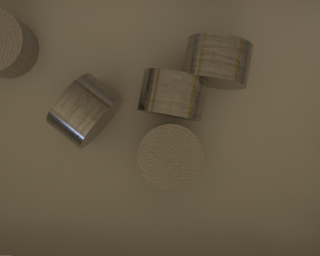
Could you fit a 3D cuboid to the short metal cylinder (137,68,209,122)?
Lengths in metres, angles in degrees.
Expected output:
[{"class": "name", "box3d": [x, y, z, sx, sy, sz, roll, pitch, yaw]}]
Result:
[{"class": "short metal cylinder", "box3d": [0.016, -0.040, 0.384, 0.080, 0.080, 0.050, 10, 90, 0]}]

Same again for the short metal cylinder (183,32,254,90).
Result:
[{"class": "short metal cylinder", "box3d": [0.070, -0.080, 0.384, 0.080, 0.080, 0.050, 10, 90, 0]}]

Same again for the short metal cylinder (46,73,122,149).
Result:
[{"class": "short metal cylinder", "box3d": [-0.092, -0.021, 0.383, 0.050, 0.080, 0.080, 39, 90, 0]}]

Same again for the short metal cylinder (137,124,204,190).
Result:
[{"class": "short metal cylinder", "box3d": [0.013, 0.035, 0.399, 0.081, 0.050, 0.080, 0, 90, 0]}]

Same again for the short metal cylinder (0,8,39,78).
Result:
[{"class": "short metal cylinder", "box3d": [-0.205, -0.107, 0.397, 0.081, 0.050, 0.080, 0, 90, 0]}]
